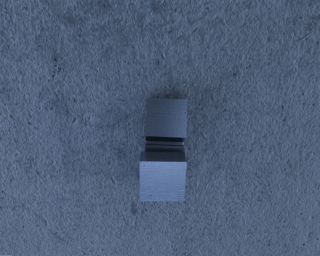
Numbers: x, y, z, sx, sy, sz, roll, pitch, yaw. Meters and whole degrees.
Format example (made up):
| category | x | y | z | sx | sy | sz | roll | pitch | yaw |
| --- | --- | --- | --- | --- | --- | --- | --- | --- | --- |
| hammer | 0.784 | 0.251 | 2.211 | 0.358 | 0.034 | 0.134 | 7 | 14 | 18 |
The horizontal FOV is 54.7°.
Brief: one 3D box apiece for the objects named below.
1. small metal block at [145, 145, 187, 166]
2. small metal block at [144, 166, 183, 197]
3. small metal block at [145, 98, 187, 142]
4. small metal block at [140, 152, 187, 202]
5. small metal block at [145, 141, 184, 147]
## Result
| category | x | y | z | sx | sy | sz | roll | pitch | yaw |
| --- | --- | --- | --- | --- | --- | --- | --- | --- | --- |
| small metal block | 0.005 | 0.043 | 0.386 | 0.050 | 0.050 | 0.025 | 2 | 110 | -1 |
| small metal block | 0.004 | 0.074 | 0.425 | 0.050 | 0.025 | 0.050 | 2 | 151 | -1 |
| small metal block | 0.008 | -0.010 | 0.395 | 0.050 | 0.025 | 0.050 | 3 | 74 | -1 |
| small metal block | 0.003 | 0.055 | 0.351 | 0.050 | 0.025 | 0.050 | 1 | 110 | -1 |
| small metal block | 0.005 | 0.029 | 0.423 | 0.050 | 0.025 | 0.050 | 2 | 110 | -2 |
